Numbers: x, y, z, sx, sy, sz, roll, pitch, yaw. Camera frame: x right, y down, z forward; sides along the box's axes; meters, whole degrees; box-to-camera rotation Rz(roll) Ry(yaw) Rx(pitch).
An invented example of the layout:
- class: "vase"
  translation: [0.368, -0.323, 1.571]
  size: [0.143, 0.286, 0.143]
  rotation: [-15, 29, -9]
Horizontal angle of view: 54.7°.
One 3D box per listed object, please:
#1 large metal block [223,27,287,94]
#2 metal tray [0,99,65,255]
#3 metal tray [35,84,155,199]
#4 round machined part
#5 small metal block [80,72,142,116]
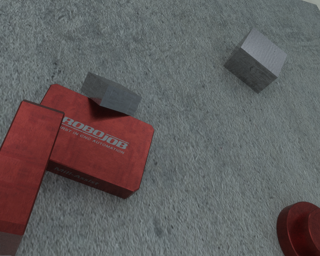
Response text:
- class: "large metal block"
  translation: [0.173, -0.122, 0.558]
  size: [0.080, 0.050, 0.080]
  rotation: [38, 51, -3]
- class: "metal tray"
  translation: [-0.114, 0.049, 0.246]
  size: [0.030, 0.129, 0.090]
  rotation: [19, 54, -18]
- class: "metal tray"
  translation: [-0.078, 0.015, 0.350]
  size: [0.131, 0.030, 0.090]
  rotation: [24, 53, -14]
- class: "round machined part"
  translation: [0.212, 0.147, 0.420]
  size: [0.099, 0.042, 0.098]
  rotation: [14, 56, -21]
- class: "small metal block"
  translation: [-0.059, -0.041, 0.372]
  size: [0.050, 0.025, 0.050]
  rotation: [17, 13, -45]
